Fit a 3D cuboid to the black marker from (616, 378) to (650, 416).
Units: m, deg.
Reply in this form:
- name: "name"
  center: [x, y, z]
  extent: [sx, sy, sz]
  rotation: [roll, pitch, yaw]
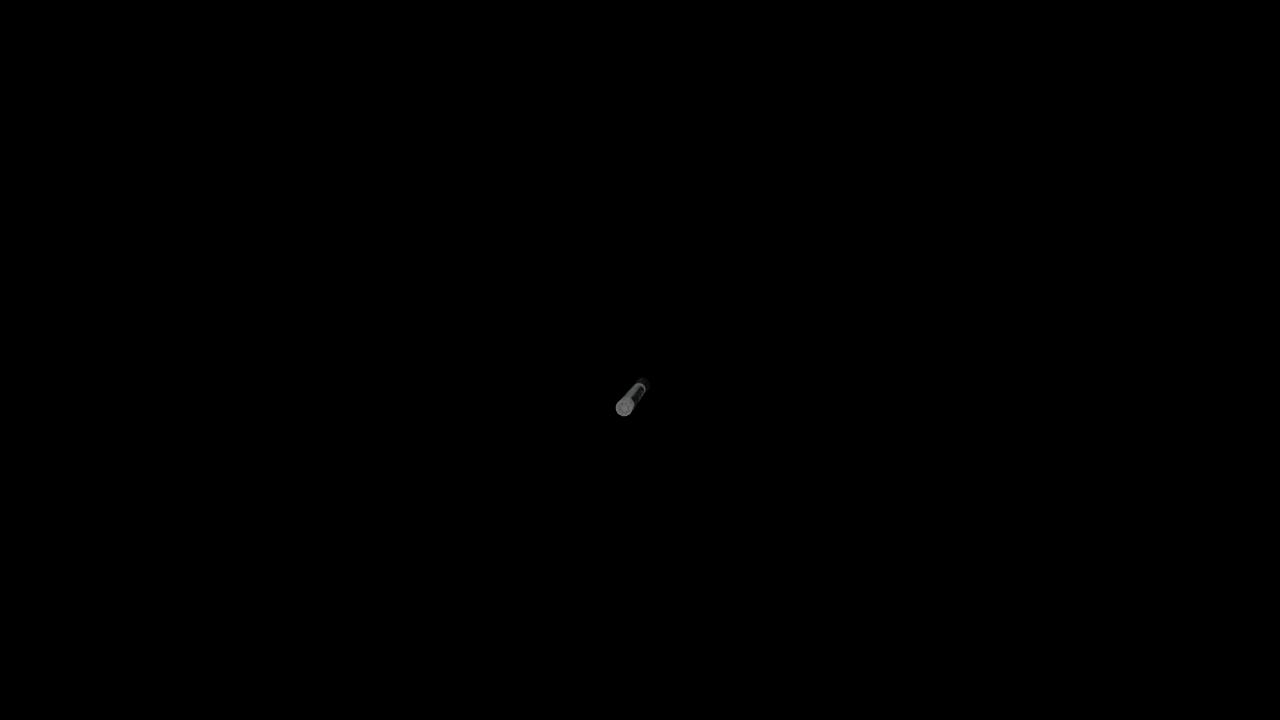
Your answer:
- name: "black marker"
  center: [-0.007, 0.042, 0.738]
  extent: [0.020, 0.020, 0.121]
  rotation: [0, 11, 11]
